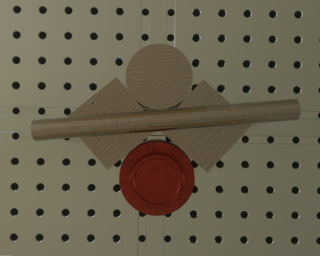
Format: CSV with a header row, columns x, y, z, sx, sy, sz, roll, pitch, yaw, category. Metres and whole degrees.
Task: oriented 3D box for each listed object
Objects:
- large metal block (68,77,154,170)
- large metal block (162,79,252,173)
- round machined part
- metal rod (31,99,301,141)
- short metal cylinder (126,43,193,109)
x,y,z,sx,sy,sz,roll,pitch,yaw,category
-0.058,-0.006,0.396,0.080,0.050,0.080,-39,92,0,large metal block
0.055,-0.003,0.395,0.080,0.050,0.080,42,91,0,large metal block
-0.004,0.065,0.401,0.099,0.042,0.097,0,90,0,round machined part
0.006,-0.009,0.358,0.302,0.025,0.025,-5,90,0,metal rod
-0.001,-0.062,0.397,0.081,0.050,0.079,0,90,0,short metal cylinder
